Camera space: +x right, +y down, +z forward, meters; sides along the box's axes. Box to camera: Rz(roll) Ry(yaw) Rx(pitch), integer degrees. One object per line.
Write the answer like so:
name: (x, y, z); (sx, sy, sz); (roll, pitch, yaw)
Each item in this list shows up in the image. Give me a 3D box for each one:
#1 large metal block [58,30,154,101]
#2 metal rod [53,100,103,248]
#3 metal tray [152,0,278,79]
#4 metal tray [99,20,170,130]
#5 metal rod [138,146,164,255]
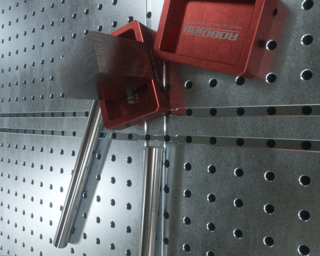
large metal block: (-0.068, -0.073, 0.389); (0.080, 0.081, 0.050); (-23, 76, 43)
metal rod: (-0.130, 0.071, 0.513); (0.025, 0.025, 0.298); (30, 109, 35)
metal tray: (0.056, -0.114, 0.357); (0.130, 0.030, 0.089); (22, 104, 37)
metal tray: (-0.046, -0.070, 0.430); (0.090, 0.030, 0.129); (-19, 78, 27)
metal rod: (-0.017, 0.174, 0.421); (0.025, 0.025, 0.298); (6, 94, 39)
